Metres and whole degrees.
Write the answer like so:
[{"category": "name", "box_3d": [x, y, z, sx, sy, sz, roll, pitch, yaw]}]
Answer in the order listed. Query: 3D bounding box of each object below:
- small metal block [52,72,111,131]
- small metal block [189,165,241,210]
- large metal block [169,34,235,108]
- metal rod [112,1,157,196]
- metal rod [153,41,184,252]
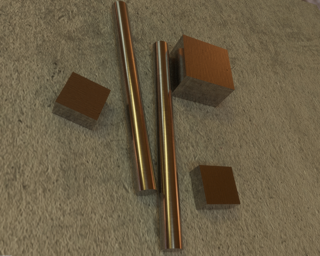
[{"category": "small metal block", "box_3d": [-0.094, -0.032, 0.374, 0.050, 0.025, 0.050, 26, 53, -13]}, {"category": "small metal block", "box_3d": [0.070, 0.076, 0.397, 0.050, 0.025, 0.050, 7, 59, -25]}, {"category": "large metal block", "box_3d": [0.061, -0.086, 0.475, 0.081, 0.050, 0.080, 12, 57, -22]}, {"category": "metal rod", "box_3d": [-0.039, -0.058, 0.419, 0.025, 0.025, 0.299, 4, 60, -27]}, {"category": "metal rod", "box_3d": [0.007, 0.002, 0.407, 0.025, 0.025, 0.299, 11, 57, -23]}]
